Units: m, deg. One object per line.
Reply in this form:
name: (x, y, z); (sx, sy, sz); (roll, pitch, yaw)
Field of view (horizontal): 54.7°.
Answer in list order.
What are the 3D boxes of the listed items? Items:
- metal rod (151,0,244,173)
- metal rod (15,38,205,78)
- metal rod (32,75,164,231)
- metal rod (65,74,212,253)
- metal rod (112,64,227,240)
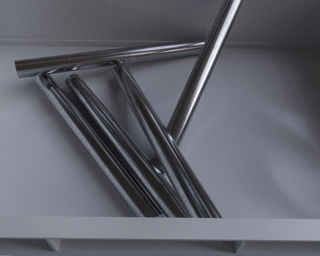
metal rod: (0.059, -0.083, 0.403); (0.025, 0.025, 0.299); (21, 75, 16)
metal rod: (-0.059, -0.111, 0.478); (0.302, 0.025, 0.025); (-12, 51, -18)
metal rod: (-0.096, 0.006, 0.398); (0.025, 0.025, 0.300); (-30, 57, -23)
metal rod: (-0.044, 0.020, 0.376); (0.025, 0.025, 0.300); (-28, 52, -22)
metal rod: (-0.009, -0.001, 0.368); (0.025, 0.025, 0.300); (-16, 41, -14)
